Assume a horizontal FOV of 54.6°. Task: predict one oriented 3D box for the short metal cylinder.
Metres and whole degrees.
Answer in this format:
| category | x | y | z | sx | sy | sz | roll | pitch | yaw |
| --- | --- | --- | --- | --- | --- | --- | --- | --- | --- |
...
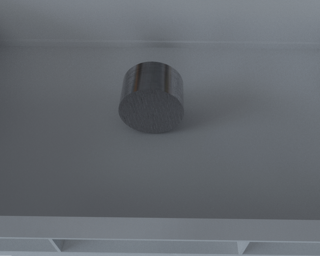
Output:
| category | x | y | z | sx | sy | sz | roll | pitch | yaw |
| --- | --- | --- | --- | --- | --- | --- | --- | --- | --- |
| short metal cylinder | -0.010 | -0.038 | 0.397 | 0.080 | 0.080 | 0.050 | 1 | 50 | 1 |
